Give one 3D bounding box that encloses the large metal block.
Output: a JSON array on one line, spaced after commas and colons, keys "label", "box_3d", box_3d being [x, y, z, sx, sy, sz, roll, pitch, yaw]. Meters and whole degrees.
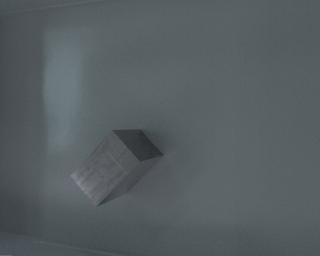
[{"label": "large metal block", "box_3d": [-0.052, 0.048, 0.400, 0.080, 0.080, 0.050, -47, 76, 14]}]
